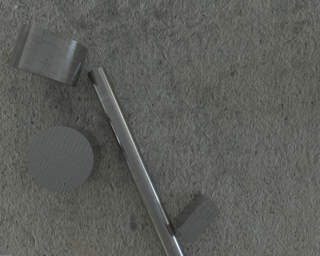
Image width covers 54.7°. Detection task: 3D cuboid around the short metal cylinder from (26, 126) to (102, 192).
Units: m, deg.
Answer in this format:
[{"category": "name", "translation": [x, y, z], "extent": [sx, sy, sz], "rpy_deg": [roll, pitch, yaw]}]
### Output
[{"category": "short metal cylinder", "translation": [-0.120, 0.037, 0.396], "extent": [0.081, 0.050, 0.079], "rpy_deg": [0, 90, 0]}]

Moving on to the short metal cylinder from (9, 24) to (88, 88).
[{"category": "short metal cylinder", "translation": [-0.135, -0.086, 0.381], "extent": [0.080, 0.080, 0.050], "rpy_deg": [18, 90, 0]}]

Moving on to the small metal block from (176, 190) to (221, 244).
[{"category": "small metal block", "translation": [0.047, 0.113, 0.398], "extent": [0.025, 0.050, 0.050], "rpy_deg": [41, 90, 0]}]

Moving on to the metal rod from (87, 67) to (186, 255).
[{"category": "metal rod", "translation": [-0.025, 0.062, 0.409], "extent": [0.025, 0.025, 0.299], "rpy_deg": [-23, 90, 0]}]
